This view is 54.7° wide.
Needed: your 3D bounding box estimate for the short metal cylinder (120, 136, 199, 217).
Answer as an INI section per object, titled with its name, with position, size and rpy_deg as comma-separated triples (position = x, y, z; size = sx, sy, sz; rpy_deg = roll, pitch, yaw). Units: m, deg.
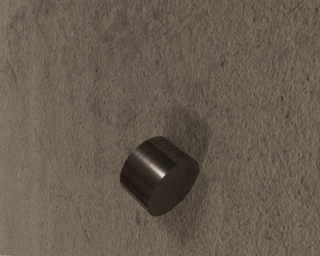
[short metal cylinder]
position = 0.000, 0.057, 0.367
size = 0.050, 0.081, 0.079
rpy_deg = 37, 112, 33
